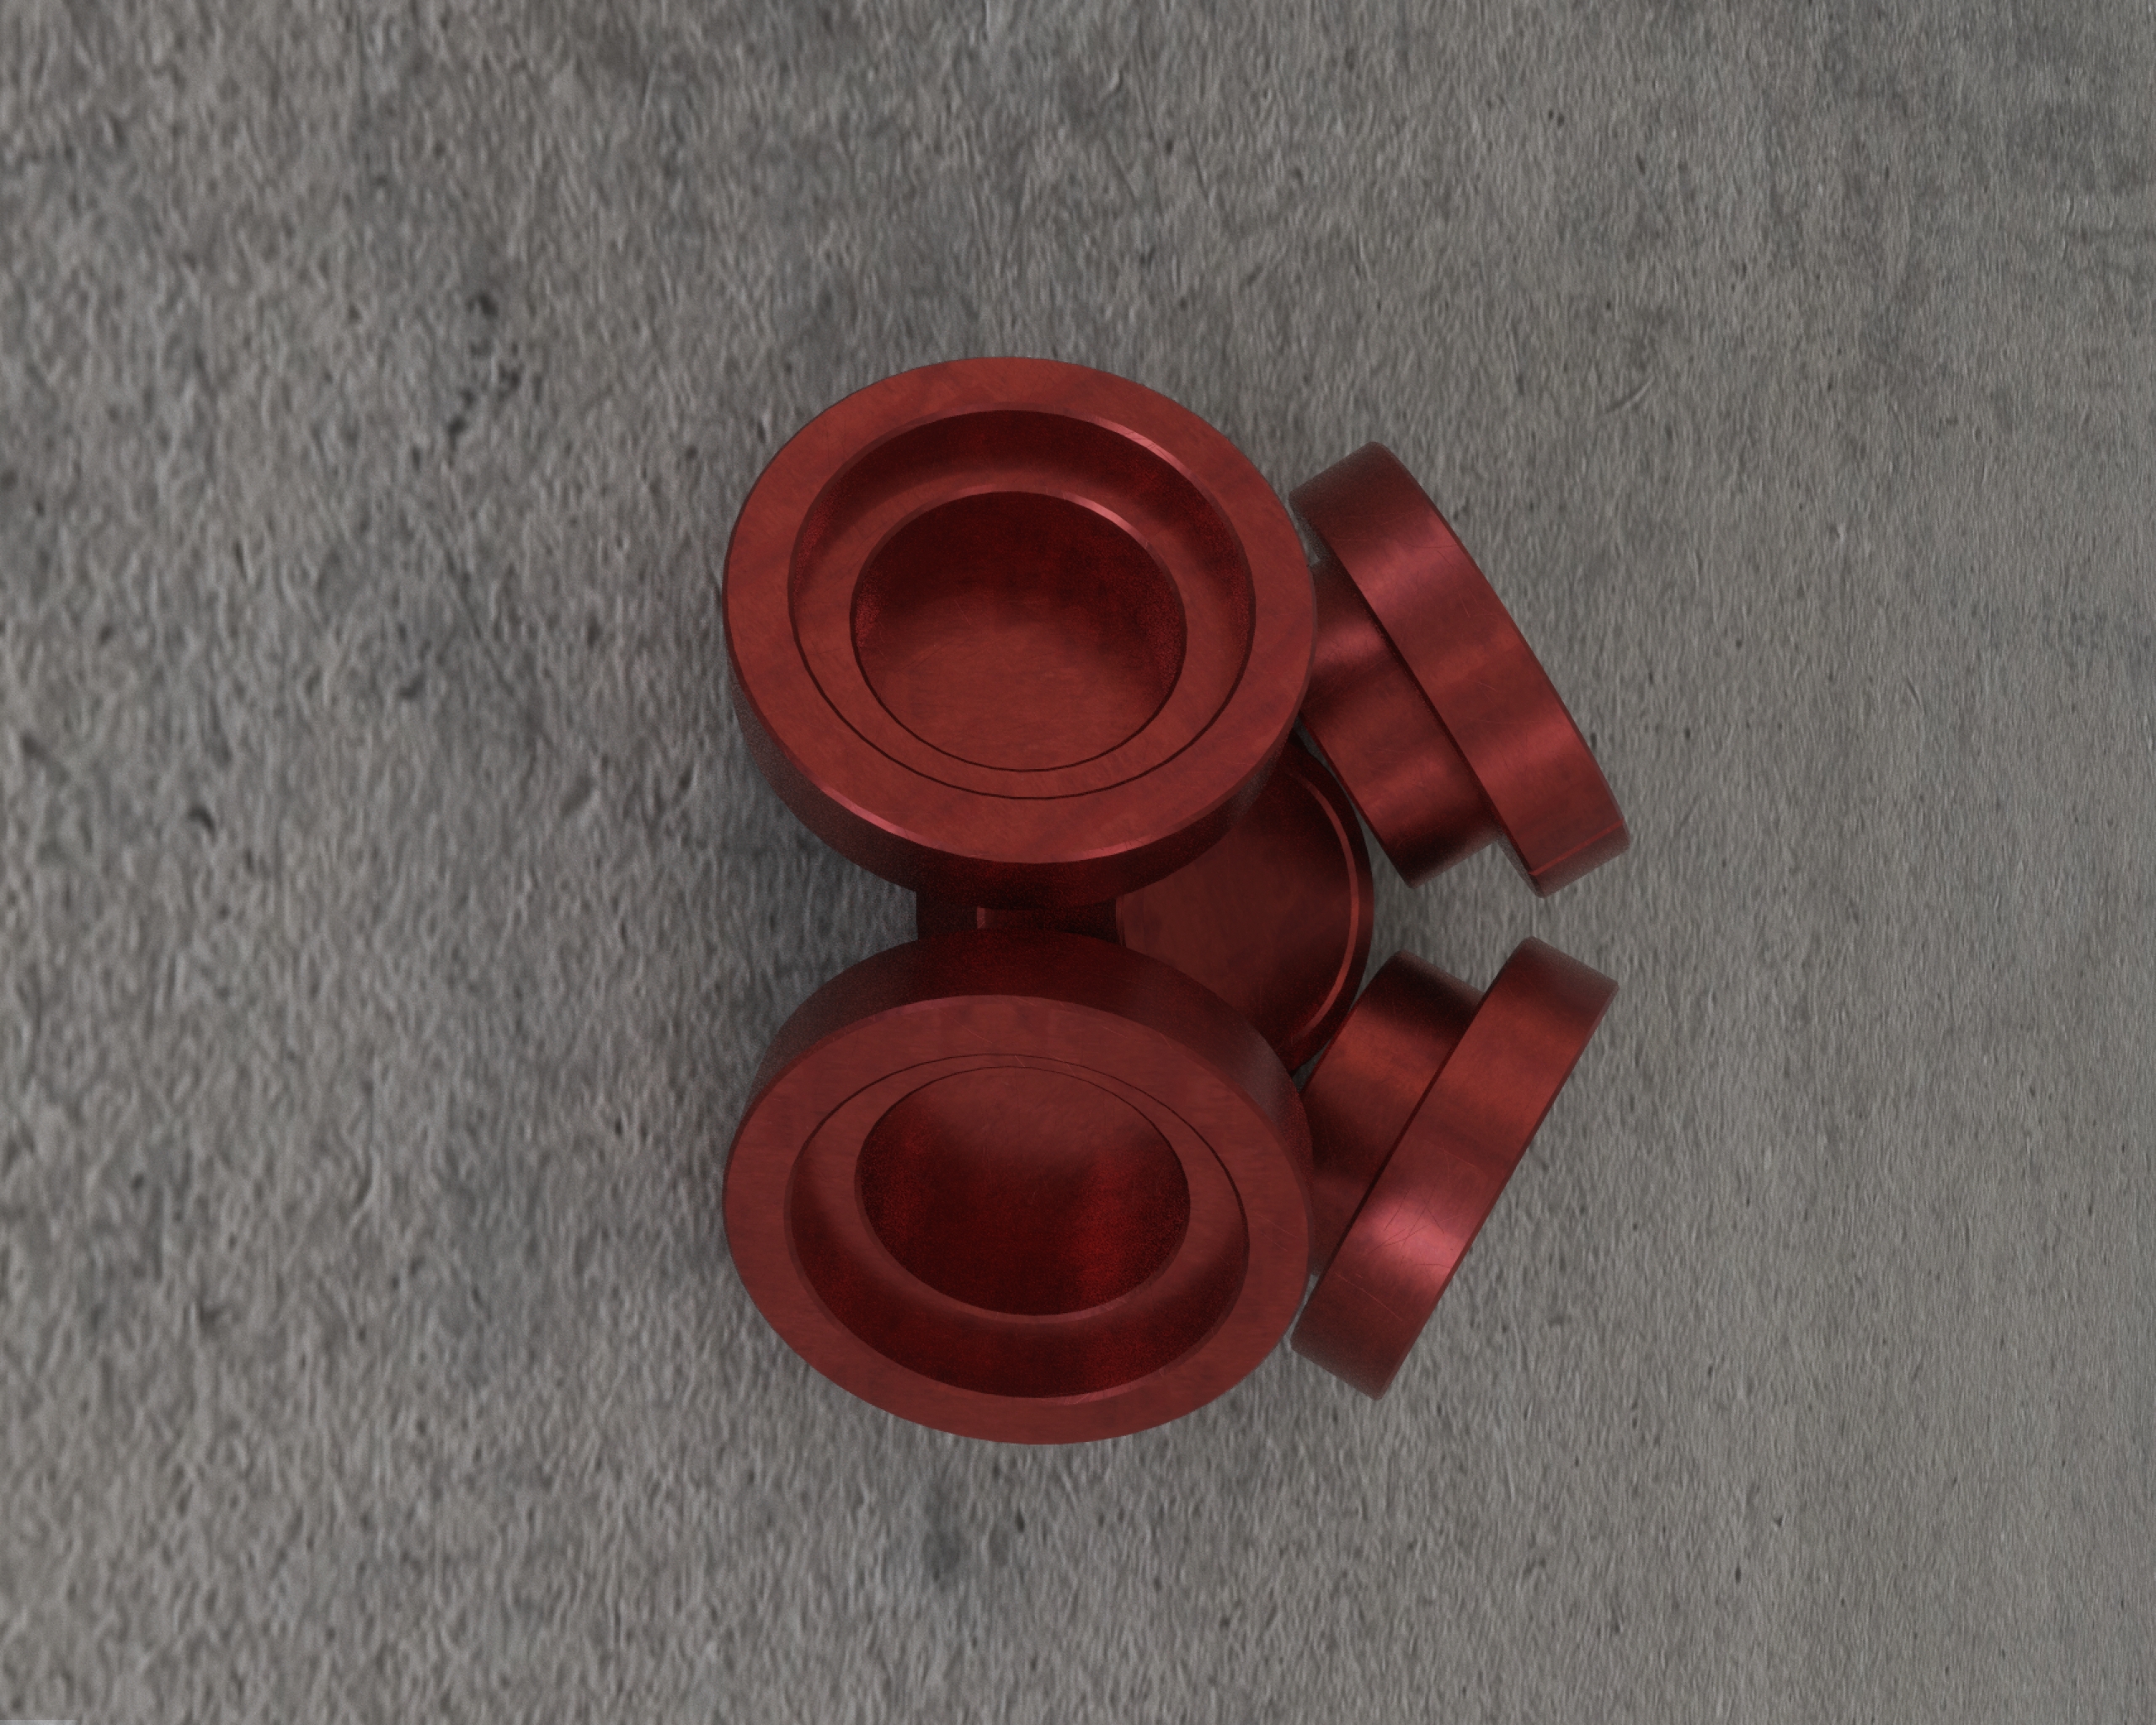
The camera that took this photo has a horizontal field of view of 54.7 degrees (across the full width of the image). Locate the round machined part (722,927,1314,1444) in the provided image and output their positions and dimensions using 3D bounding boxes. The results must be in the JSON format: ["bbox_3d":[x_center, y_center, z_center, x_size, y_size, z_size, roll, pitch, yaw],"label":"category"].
[{"bbox_3d":[-0.009,0.051,0.363,0.098,0.098,0.042,57,20,-25],"label":"round machined part"}]

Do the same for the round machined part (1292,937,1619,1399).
[{"bbox_3d":[0.068,0.057,0.429,0.098,0.042,0.098,-54,165,-22],"label":"round machined part"}]

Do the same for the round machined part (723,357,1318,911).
[{"bbox_3d":[-0.011,-0.036,0.363,0.099,0.042,0.098,3,65,-6],"label":"round machined part"}]

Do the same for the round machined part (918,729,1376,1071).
[{"bbox_3d":[0.020,0.008,0.411,0.099,0.042,0.097,0,90,-40],"label":"round machined part"}]

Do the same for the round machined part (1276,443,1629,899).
[{"bbox_3d":[0.068,-0.033,0.427,0.042,0.098,0.098,-32,117,8],"label":"round machined part"}]
